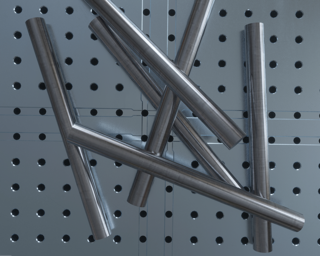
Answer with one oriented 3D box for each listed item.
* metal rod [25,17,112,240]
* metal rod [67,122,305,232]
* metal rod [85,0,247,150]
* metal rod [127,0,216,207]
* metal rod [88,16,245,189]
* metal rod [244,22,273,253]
[{"bbox_3d":[-0.121,0.001,0.412,0.025,0.025,0.299,-18,90,0],"label":"metal rod"},{"bbox_3d":[0.038,0.062,0.371,0.301,0.025,0.025,23,90,-9],"label":"metal rod"},{"bbox_3d":[-0.013,-0.091,0.373,0.025,0.025,0.300,-42,74,0],"label":"metal rod"},{"bbox_3d":[0.018,-0.047,0.386,0.025,0.025,0.299,19,91,0],"label":"metal rod"},{"bbox_3d":[0.010,-0.025,0.413,0.025,0.025,0.300,-39,90,0],"label":"metal rod"},{"bbox_3d":[0.131,0.012,0.414,0.025,0.025,0.298,-2,90,0],"label":"metal rod"}]
